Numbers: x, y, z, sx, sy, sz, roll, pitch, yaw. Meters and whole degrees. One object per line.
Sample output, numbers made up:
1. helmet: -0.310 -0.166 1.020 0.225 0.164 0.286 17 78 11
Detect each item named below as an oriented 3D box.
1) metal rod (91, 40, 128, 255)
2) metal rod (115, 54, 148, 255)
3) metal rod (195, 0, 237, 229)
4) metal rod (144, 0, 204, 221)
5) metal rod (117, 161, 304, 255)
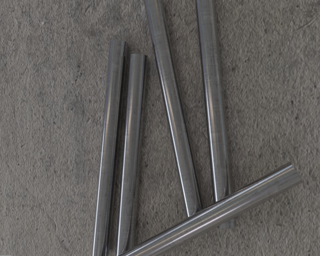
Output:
1. metal rod: -0.070 0.030 0.433 0.025 0.025 0.298 6 92 20
2. metal rod: -0.039 0.051 0.422 0.025 0.025 0.298 5 92 20
3. metal rod: 0.068 -0.029 0.384 0.025 0.025 0.298 -6 88 20
4. metal rod: 0.019 -0.027 0.402 0.025 0.025 0.298 -12 86 19
5. metal rod: 0.026 0.126 0.371 0.300 0.025 0.025 -34 79 16
